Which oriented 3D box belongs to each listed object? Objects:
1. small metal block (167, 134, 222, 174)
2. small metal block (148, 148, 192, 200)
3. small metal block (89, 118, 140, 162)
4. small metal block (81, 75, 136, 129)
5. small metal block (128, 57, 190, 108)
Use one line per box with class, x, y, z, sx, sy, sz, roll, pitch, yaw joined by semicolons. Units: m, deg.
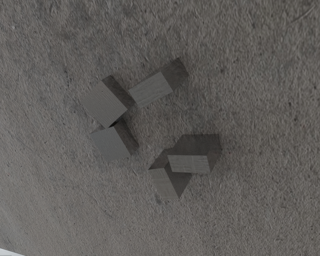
small metal block;0.044;0.031;0.386;0.050;0.050;0.025;-2;118;29
small metal block;0.015;0.061;0.421;0.025;0.050;0.050;-12;112;33
small metal block;-0.067;0.018;0.453;0.050;0.025;0.050;-17;110;35
small metal block;-0.070;-0.035;0.420;0.050;0.025;0.050;48;124;-6
small metal block;-0.001;-0.053;0.358;0.050;0.050;0.025;-24;106;36
